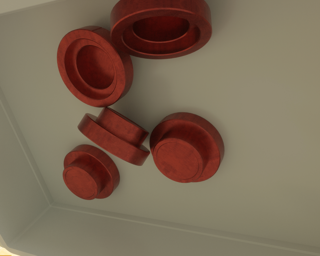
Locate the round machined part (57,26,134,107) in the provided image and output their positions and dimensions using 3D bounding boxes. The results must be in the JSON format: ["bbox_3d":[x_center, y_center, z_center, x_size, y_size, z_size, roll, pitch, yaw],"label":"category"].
[{"bbox_3d":[-0.076,-0.079,0.388,0.098,0.042,0.097,13,122,21],"label":"round machined part"}]

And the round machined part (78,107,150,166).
[{"bbox_3d":[-0.054,0.006,0.406,0.098,0.098,0.042,32,91,7],"label":"round machined part"}]

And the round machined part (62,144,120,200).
[{"bbox_3d":[-0.119,0.079,0.510,0.098,0.042,0.097,13,124,21],"label":"round machined part"}]

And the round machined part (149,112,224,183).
[{"bbox_3d":[0.030,0.032,0.402,0.098,0.042,0.097,13,124,21],"label":"round machined part"}]

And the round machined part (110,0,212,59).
[{"bbox_3d":[0.000,-0.108,0.307,0.098,0.098,0.042,-10,75,32],"label":"round machined part"}]
